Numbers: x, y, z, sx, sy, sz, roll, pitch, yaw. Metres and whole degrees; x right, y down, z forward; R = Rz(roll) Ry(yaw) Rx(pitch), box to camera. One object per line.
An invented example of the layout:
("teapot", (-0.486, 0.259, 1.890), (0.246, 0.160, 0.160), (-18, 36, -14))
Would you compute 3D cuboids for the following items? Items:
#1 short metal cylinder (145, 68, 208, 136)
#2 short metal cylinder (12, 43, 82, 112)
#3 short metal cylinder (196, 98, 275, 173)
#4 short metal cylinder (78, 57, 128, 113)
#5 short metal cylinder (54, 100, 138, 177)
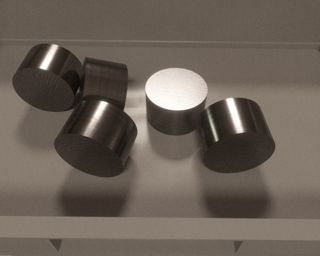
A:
("short metal cylinder", (0.021, -0.036, 0.420), (0.081, 0.050, 0.080), (0, 50, 0))
("short metal cylinder", (-0.151, -0.067, 0.424), (0.080, 0.080, 0.050), (5, 50, 3))
("short metal cylinder", (0.086, 0.011, 0.362), (0.081, 0.080, 0.050), (-4, 50, -4))
("short metal cylinder", (-0.076, -0.047, 0.401), (0.050, 0.079, 0.080), (7, 48, -19))
("short metal cylinder", (-0.072, 0.014, 0.357), (0.080, 0.080, 0.050), (12, 52, 10))
